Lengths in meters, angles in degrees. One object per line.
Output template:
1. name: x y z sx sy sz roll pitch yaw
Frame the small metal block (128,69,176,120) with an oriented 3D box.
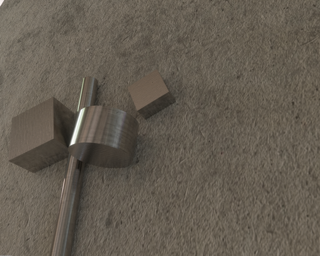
1. small metal block: -0.012 -0.048 0.440 0.050 0.025 0.050 -31 52 8

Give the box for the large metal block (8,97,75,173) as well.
1. large metal block: -0.179 0.011 0.475 0.080 0.050 0.080 -25 53 13

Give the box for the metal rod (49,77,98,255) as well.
1. metal rod: -0.118 0.052 0.433 0.025 0.025 0.299 -12 56 21

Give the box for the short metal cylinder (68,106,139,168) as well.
1. short metal cylinder: -0.071 0.014 0.397 0.080 0.080 0.050 -6 59 25
